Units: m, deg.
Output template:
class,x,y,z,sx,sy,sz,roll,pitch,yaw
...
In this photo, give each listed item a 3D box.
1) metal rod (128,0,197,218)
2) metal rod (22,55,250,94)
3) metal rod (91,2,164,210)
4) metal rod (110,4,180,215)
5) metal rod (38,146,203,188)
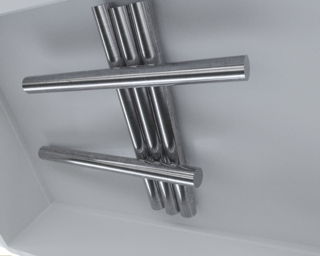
class,x,y,z,sx,sy,sz,roll,pitch,yaw
metal rod,0.010,-0.006,0.397,0.025,0.025,0.298,1,119,28
metal rod,-0.050,-0.059,0.365,0.300,0.025,0.025,1,119,28
metal rod,-0.034,-0.011,0.419,0.025,0.025,0.298,0,119,28
metal rod,-0.011,-0.006,0.410,0.025,0.025,0.298,1,119,28
metal rod,-0.078,0.051,0.457,0.300,0.025,0.025,4,121,34
